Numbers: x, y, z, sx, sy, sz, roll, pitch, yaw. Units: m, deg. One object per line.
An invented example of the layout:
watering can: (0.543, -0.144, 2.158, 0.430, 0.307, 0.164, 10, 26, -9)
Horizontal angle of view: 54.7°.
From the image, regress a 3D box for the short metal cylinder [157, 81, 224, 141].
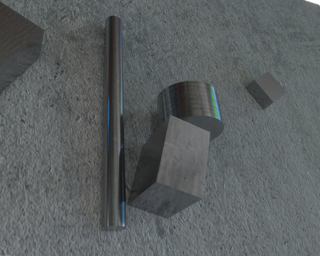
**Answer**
short metal cylinder: (0.038, -0.016, 0.399, 0.081, 0.080, 0.050, 8, 58, -24)

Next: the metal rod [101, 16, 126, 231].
metal rod: (-0.058, -0.028, 0.389, 0.025, 0.025, 0.299, 9, 58, -23)

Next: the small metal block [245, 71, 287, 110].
small metal block: (0.187, -0.066, 0.545, 0.050, 0.025, 0.050, -30, 78, -38)

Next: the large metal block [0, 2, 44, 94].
large metal block: (-0.190, -0.094, 0.342, 0.080, 0.050, 0.080, 33, 51, -7)

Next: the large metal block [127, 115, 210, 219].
large metal block: (0.010, 0.046, 0.346, 0.050, 0.080, 0.080, 23, 53, -14)
